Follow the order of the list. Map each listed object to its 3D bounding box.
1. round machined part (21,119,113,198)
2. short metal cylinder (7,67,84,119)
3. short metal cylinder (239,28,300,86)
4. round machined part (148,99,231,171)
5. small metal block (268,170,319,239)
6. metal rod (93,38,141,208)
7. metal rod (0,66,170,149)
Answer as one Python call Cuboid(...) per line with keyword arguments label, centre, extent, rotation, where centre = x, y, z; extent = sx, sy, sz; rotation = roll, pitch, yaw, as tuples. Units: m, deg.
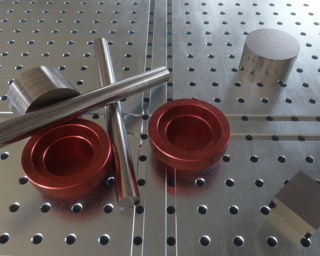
Cuboid(label="round machined part", centre=(-0.104, 0.038, 0.363), extent=(0.099, 0.042, 0.098), rotation=(0, 50, 0))
Cuboid(label="short metal cylinder", centre=(-0.145, -0.031, 0.397), extent=(0.081, 0.080, 0.050), rotation=(-31, 57, -24))
Cuboid(label="short metal cylinder", centre=(0.170, -0.112, 0.487), extent=(0.080, 0.050, 0.080), rotation=(0, 50, 0))
Cuboid(label="round machined part", centre=(0.035, 0.012, 0.387), extent=(0.099, 0.042, 0.098), rotation=(0, 50, 0))
Cuboid(label="small metal block", centre=(0.158, 0.083, 0.339), extent=(0.050, 0.025, 0.050), rotation=(-34, 58, -25))
Cuboid(label="metal rod", centre=(-0.067, -0.031, 0.432), extent=(0.025, 0.025, 0.300), rotation=(-10, 51, -8))
Cuboid(label="metal rod", centre=(-0.099, -0.027, 0.379), extent=(0.025, 0.025, 0.302), rotation=(38, 46, 27))
